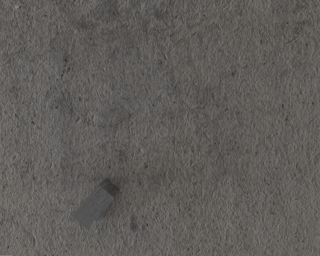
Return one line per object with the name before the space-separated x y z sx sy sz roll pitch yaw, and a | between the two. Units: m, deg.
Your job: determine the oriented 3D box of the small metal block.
small metal block | -0.081 0.095 0.397 0.025 0.050 0.050 41 90 0
